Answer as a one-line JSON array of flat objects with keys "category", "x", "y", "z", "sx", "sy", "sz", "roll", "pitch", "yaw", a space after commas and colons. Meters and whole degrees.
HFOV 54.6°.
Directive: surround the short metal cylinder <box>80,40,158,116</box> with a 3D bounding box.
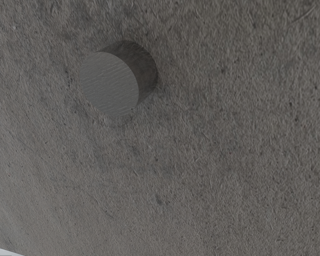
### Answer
[{"category": "short metal cylinder", "x": -0.050, "y": -0.061, "z": 0.380, "sx": 0.080, "sy": 0.050, "sz": 0.080, "roll": 13, "pitch": 124, "yaw": 21}]
